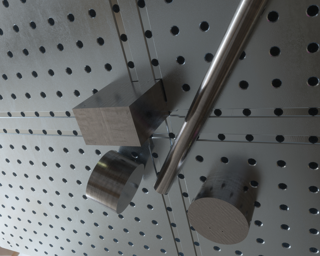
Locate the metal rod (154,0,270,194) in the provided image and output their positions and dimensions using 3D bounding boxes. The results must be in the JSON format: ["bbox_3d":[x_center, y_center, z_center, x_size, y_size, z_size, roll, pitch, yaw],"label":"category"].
[{"bbox_3d":[0.047,-0.020,0.373,0.025,0.025,0.298,30,128,9],"label":"metal rod"}]

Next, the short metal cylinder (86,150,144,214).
[{"bbox_3d":[-0.065,0.079,0.459,0.050,0.080,0.079,24,127,14],"label":"short metal cylinder"}]

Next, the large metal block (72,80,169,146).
[{"bbox_3d":[-0.046,-0.020,0.388,0.080,0.080,0.050,0,118,28],"label":"large metal block"}]

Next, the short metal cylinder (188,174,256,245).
[{"bbox_3d":[0.084,0.109,0.418,0.080,0.050,0.079,13,124,21],"label":"short metal cylinder"}]
